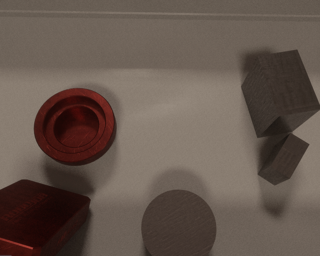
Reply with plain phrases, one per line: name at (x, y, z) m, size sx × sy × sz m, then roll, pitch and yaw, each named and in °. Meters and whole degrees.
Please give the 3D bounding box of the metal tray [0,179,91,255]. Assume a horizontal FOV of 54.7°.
metal tray at (-0.137, 0.094, 0.318) m, size 0.090 × 0.130 × 0.030 m, roll 15°, pitch 97°, yaw 5°

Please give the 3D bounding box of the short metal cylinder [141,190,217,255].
short metal cylinder at (0.020, 0.114, 0.355) m, size 0.081 × 0.050 × 0.080 m, roll 0°, pitch 70°, yaw 0°

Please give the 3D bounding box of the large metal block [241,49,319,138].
large metal block at (0.149, -0.041, 0.397) m, size 0.050 × 0.080 × 0.080 m, roll -10°, pitch 71°, yaw -4°

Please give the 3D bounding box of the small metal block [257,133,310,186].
small metal block at (0.152, 0.040, 0.384) m, size 0.025 × 0.050 × 0.050 m, roll 34°, pitch 73°, yaw 11°

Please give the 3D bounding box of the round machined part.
round machined part at (-0.105, 0.001, 0.399) m, size 0.099 × 0.042 × 0.098 m, roll 0°, pitch 70°, yaw -1°
